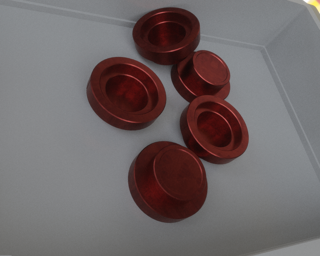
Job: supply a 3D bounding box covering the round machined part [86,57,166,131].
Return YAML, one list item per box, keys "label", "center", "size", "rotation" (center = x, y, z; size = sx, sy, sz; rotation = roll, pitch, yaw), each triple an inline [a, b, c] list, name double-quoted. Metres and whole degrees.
- label: "round machined part"
  center: [-0.045, -0.039, 0.396]
  size: [0.099, 0.042, 0.098]
  rotation: [14, 56, -21]

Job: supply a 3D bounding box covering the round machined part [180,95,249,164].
- label: "round machined part"
  center: [0.071, 0.006, 0.431]
  size: [0.099, 0.042, 0.098]
  rotation: [14, 56, -21]

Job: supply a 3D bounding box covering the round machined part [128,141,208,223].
- label: "round machined part"
  center: [0.016, 0.059, 0.369]
  size: [0.099, 0.042, 0.098]
  rotation: [14, 56, -21]

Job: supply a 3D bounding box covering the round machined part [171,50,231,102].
- label: "round machined part"
  center: [0.070, -0.083, 0.485]
  size: [0.099, 0.042, 0.098]
  rotation: [14, 56, -21]

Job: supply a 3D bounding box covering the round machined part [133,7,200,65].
- label: "round machined part"
  center: [0.011, -0.133, 0.465]
  size: [0.099, 0.042, 0.098]
  rotation: [-4, 57, 6]
